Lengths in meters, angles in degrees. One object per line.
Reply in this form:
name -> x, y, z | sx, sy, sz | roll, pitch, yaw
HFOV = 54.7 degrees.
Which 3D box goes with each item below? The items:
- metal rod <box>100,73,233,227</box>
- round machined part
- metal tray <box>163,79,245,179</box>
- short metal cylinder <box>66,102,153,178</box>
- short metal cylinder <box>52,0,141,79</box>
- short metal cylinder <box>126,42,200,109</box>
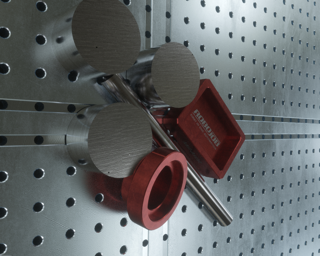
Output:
metal rod -> 0.023, 0.043, 0.429 | 0.300, 0.025, 0.025 | 52, 60, -27
round machined part -> -0.009, 0.069, 0.376 | 0.099, 0.042, 0.097 | -34, 133, -47
metal tray -> 0.071, 0.003, 0.464 | 0.130, 0.030, 0.090 | 51, 61, -28
short metal cylinder -> -0.056, 0.013, 0.346 | 0.081, 0.050, 0.080 | 0, 90, -40
short metal cylinder -> -0.068, -0.095, 0.335 | 0.081, 0.050, 0.080 | 0, 90, -40
short metal cylinder -> 0.005, -0.065, 0.396 | 0.081, 0.050, 0.080 | 0, 90, -40
